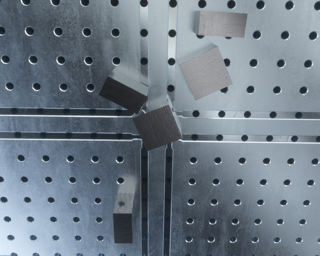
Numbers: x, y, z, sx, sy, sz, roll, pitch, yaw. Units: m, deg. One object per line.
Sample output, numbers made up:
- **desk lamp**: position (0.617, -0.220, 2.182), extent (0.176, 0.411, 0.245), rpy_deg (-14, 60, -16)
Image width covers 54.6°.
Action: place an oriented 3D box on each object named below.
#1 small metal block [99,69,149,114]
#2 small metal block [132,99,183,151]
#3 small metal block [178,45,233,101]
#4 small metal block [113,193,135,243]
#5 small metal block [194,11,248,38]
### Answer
- **small metal block**: position (-0.043, -0.046, 0.383), extent (0.050, 0.050, 0.025), rpy_deg (27, 108, -10)
- **small metal block**: position (-0.003, -0.004, 0.412), extent (0.050, 0.025, 0.050), rpy_deg (-21, 109, 7)
- **small metal block**: position (0.056, -0.070, 0.388), extent (0.050, 0.025, 0.050), rpy_deg (-24, 109, 8)
- **small metal block**: position (-0.051, 0.129, 0.447), extent (0.025, 0.050, 0.050), rpy_deg (0, 110, 0)
- **small metal block**: position (0.067, -0.120, 0.356), extent (0.050, 0.050, 0.025), rpy_deg (3, 110, -1)
